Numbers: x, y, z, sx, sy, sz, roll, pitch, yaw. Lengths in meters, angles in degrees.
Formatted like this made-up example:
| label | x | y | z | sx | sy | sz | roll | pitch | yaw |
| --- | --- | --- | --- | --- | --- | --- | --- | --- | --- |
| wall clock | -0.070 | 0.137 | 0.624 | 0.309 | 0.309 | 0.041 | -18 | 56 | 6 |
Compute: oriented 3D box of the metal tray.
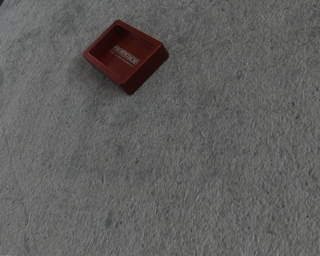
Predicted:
| label | x | y | z | sx | sy | sz | roll | pitch | yaw |
| --- | --- | --- | --- | --- | --- | --- | --- | --- | --- |
| metal tray | -0.059 | -0.119 | 0.504 | 0.090 | 0.030 | 0.130 | -47 | 51 | -5 |
